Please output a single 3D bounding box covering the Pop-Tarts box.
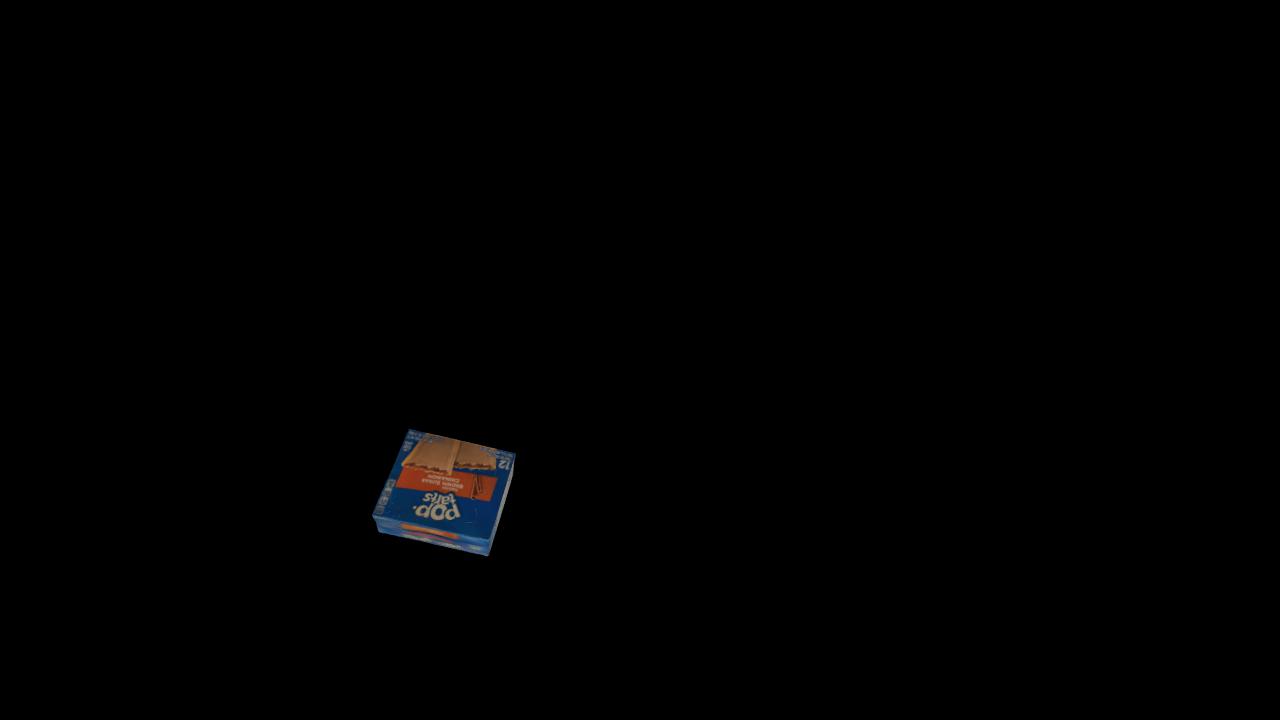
[{"bbox_3d":[-0.287,0.198,0.921,0.167,0.141,0.083,14,-35,-3],"label":"Pop-Tarts box"}]
